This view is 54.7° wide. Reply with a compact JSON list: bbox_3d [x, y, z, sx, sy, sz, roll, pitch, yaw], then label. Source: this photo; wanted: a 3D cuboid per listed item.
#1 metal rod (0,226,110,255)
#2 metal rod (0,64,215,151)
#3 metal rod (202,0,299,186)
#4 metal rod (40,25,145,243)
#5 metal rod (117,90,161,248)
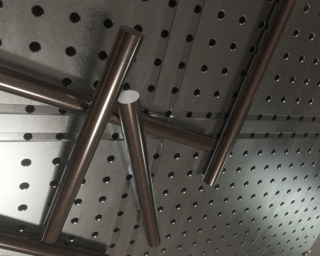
[{"bbox_3d":[-0.182,0.149,0.404,0.025,0.025,0.301,-49,129,6],"label":"metal rod"},{"bbox_3d":[-0.044,-0.014,0.380,0.302,0.025,0.025,18,109,-36],"label":"metal rod"},{"bbox_3d":[0.125,-0.042,0.455,0.025,0.025,0.298,4,117,-31],"label":"metal rod"},{"bbox_3d":[-0.088,0.028,0.355,0.025,0.025,0.298,9,122,-33],"label":"metal rod"},{"bbox_3d":[-0.023,0.079,0.429,0.025,0.025,0.298,-21,133,-17],"label":"metal rod"}]
